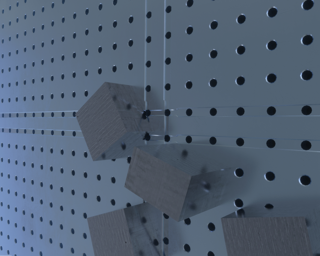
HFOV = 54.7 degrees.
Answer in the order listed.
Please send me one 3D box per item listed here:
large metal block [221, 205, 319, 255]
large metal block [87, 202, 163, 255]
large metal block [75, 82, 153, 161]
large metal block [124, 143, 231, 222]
[{"bbox_3d":[0.113,0.121,0.299,0.080,0.050,0.080,-15,81,38],"label":"large metal block"},{"bbox_3d":[-0.049,0.154,0.432,0.080,0.050,0.080,-24,75,37],"label":"large metal block"},{"bbox_3d":[-0.068,-0.008,0.447,0.080,0.050,0.080,-39,67,33],"label":"large metal block"},{"bbox_3d":[0.020,0.056,0.355,0.080,0.081,0.050,24,105,37],"label":"large metal block"}]
